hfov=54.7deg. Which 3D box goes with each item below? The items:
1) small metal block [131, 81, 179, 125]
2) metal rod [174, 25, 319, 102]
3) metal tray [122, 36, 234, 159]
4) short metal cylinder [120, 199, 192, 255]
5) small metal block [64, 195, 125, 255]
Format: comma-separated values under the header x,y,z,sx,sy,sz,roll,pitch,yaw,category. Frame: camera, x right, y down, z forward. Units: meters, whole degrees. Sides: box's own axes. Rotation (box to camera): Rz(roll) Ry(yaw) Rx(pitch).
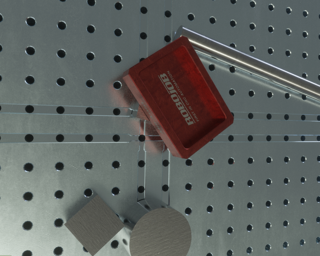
x,y,z,sx,sy,sz,roll,pitch,yaw,category
-0.006,-0.032,0.411,0.050,0.025,0.050,15,85,-20,small metal block
0.161,-0.088,0.473,0.302,0.025,0.025,16,85,-20,metal rod
0.025,-0.037,0.393,0.090,0.030,0.130,-36,102,-17,metal tray
-0.007,0.136,0.398,0.081,0.050,0.079,0,90,-21,short metal cylinder
-0.079,0.117,0.378,0.050,0.025,0.050,-42,88,-15,small metal block
